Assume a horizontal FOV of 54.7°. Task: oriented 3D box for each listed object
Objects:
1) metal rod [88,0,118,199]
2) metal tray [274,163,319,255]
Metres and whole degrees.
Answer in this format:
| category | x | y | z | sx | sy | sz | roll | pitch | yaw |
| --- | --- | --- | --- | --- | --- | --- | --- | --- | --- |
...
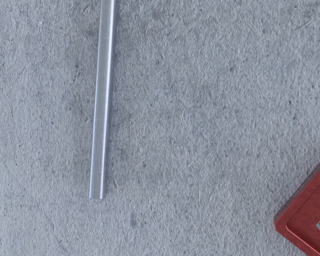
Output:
| category | x | y | z | sx | sy | sz | roll | pitch | yaw |
| --- | --- | --- | --- | --- | --- | --- | --- | --- | --- |
| metal rod | -0.079 | -0.051 | 0.435 | 0.025 | 0.025 | 0.298 | 4 | 91 | 19 |
| metal tray | 0.200 | 0.085 | 0.335 | 0.090 | 0.030 | 0.129 | 38 | 102 | 15 |
